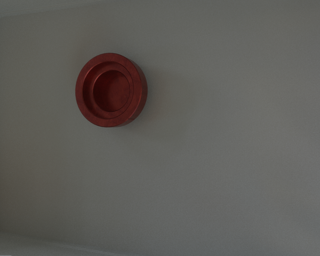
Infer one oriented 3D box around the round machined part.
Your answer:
[{"bbox_3d":[-0.062,-0.049,0.423,0.098,0.042,0.097,0,90,20],"label":"round machined part"}]
